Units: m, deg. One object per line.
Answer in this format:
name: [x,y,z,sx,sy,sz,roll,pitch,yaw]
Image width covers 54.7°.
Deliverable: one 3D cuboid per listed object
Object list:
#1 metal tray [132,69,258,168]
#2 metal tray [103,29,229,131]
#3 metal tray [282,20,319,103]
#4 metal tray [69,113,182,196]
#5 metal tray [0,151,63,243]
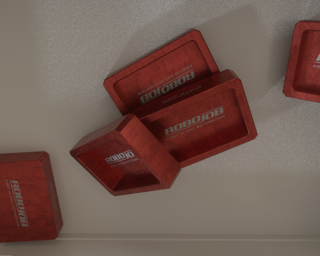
metal tray: [0.043,-0.004,0.376,0.130,0.030,0.090,-23,122,6]
metal tray: [0.008,-0.053,0.388,0.130,0.030,0.090,-28,108,9]
metal tray: [0.214,-0.070,0.346,0.130,0.030,0.089,17,118,32]
metal tray: [-0.047,0.040,0.382,0.090,0.030,0.130,49,142,-16]
metal tray: [-0.198,0.100,0.443,0.091,0.030,0.129,-4,110,1]
